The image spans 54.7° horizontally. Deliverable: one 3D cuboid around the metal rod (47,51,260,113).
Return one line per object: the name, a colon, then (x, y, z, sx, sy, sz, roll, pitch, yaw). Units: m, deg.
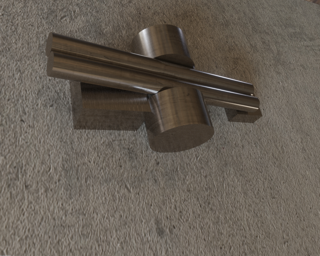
metal rod: (0.017, -0.049, 0.387, 0.302, 0.025, 0.025, 6, 59, -34)

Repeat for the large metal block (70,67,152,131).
large metal block: (-0.064, -0.043, 0.382, 0.081, 0.050, 0.080, 2, 61, -27)

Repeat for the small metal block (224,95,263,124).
small metal block: (0.130, -0.036, 0.497, 0.050, 0.025, 0.050, 3, 61, -27)

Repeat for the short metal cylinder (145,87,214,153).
short metal cylinder: (0.022, -0.008, 0.386, 0.081, 0.080, 0.050, 1, 61, -28)

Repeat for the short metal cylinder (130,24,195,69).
short metal cylinder: (0.003, -0.096, 0.430, 0.081, 0.080, 0.050, 1, 61, -28)

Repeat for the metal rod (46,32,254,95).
metal rod: (0.012, -0.071, 0.398, 0.302, 0.025, 0.025, 6, 59, -34)
